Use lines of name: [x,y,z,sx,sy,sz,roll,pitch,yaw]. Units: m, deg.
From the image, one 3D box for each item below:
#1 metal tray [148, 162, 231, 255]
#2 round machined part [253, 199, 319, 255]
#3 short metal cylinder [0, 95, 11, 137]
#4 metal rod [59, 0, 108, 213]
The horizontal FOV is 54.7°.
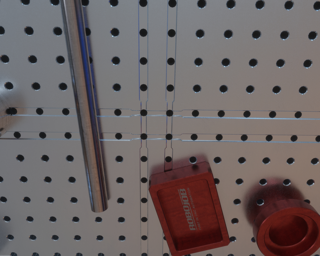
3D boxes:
metal tray: [0.044,0.122,0.455,0.090,0.030,0.129,-15,110,5]
round machined part: [0.187,0.146,0.460,0.099,0.042,0.097,0,110,0]
short metal cylinder: [-0.242,-0.011,0.394,0.081,0.050,0.079,0,110,0]
metal rod: [-0.096,-0.023,0.404,0.025,0.025,0.298,-3,110,1]
